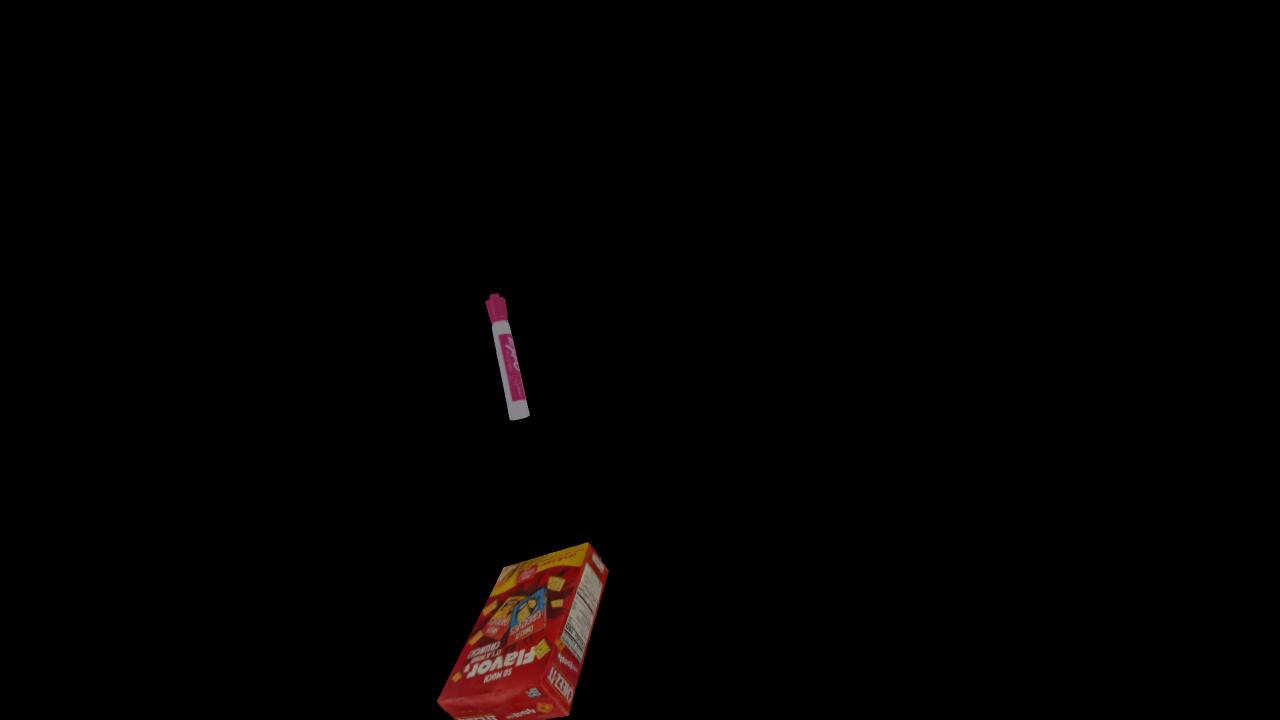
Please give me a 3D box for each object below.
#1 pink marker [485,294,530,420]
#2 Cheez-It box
[{"bbox_3d":[-0.125,-0.004,0.575,0.020,0.121,0.020,-13,-9,-2],"label":"pink marker"},{"bbox_3d":[-0.146,0.366,0.829,0.166,0.071,0.223,-23,22,22],"label":"Cheez-It box"}]
